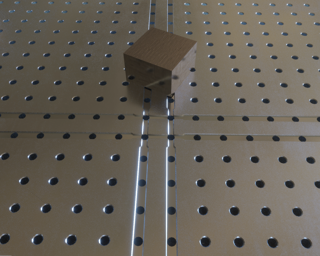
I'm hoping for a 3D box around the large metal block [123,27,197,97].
[{"bbox_3d":[0.002,-0.104,0.479,0.080,0.050,0.080,24,54,19],"label":"large metal block"}]
